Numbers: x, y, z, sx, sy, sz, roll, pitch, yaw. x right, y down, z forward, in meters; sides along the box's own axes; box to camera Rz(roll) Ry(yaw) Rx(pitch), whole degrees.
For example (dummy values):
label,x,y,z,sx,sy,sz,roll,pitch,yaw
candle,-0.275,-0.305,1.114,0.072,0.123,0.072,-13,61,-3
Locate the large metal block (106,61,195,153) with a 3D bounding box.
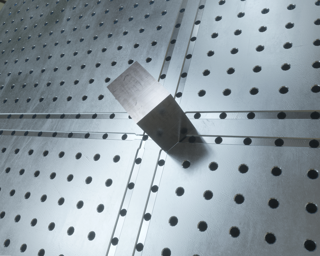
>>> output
label,x,y,z,sx,sy,sz,roll,pitch,yaw
large metal block,-0.011,-0.026,0.395,0.050,0.080,0.080,-42,51,0
